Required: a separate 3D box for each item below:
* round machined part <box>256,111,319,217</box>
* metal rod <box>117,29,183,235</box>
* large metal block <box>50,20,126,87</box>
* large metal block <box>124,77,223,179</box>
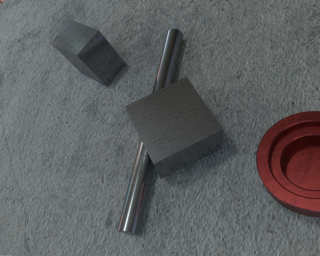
[{"bbox_3d":[0.146,0.036,0.294,0.098,0.042,0.098,-13,56,21],"label":"round machined part"},{"bbox_3d":[-0.006,-0.013,0.415,0.025,0.025,0.300,-2,61,27],"label":"metal rod"},{"bbox_3d":[-0.115,-0.121,0.503,0.080,0.080,0.050,30,79,37],"label":"large metal block"},{"bbox_3d":[0.016,0.000,0.361,0.080,0.050,0.080,-26,61,-5],"label":"large metal block"}]
